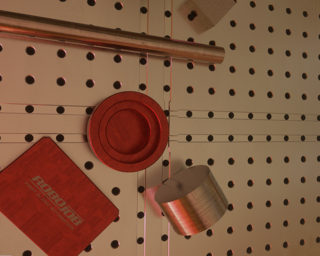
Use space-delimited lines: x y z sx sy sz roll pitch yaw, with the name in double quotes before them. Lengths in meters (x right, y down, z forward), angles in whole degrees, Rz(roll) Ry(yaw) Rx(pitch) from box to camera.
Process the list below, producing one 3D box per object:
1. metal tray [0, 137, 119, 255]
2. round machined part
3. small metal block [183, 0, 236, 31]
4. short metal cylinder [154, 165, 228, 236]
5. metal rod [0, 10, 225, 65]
"metal tray" -0.124 0.085 0.365 0.090 0.030 0.130 -43 104 -15
"round machined part" -0.042 0.004 0.389 0.099 0.042 0.097 0 90 -21
"small metal block" 0.071 -0.177 0.440 0.050 0.025 0.050 45 76 -15
"short metal cylinder" 0.040 0.091 0.400 0.080 0.080 0.050 -34 101 -17
"metal rod" -0.055 -0.112 0.392 0.303 0.025 0.025 3 89 -21
